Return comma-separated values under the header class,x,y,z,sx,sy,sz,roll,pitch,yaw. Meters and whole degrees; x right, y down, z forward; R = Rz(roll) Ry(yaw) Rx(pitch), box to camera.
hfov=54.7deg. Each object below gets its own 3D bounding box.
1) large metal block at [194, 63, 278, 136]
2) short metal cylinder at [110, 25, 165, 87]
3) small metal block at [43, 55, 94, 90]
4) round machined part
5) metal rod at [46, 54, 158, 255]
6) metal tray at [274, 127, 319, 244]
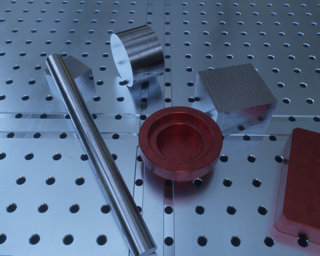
class,x,y,z,sx,sy,sz,roll,pitch,yaw
large metal block,0.100,-0.039,0.426,0.081,0.050,0.080,-11,51,-9
short metal cylinder,-0.034,-0.107,0.462,0.050,0.080,0.080,-22,54,-18
small metal block,-0.138,-0.080,0.473,0.050,0.025,0.050,34,58,25
round machined part,0.024,0.023,0.378,0.099,0.042,0.098,0,50,0
metal rod,-0.083,0.013,0.377,0.025,0.025,0.299,-22,59,-18
metal tray,0.188,0.065,0.352,0.090,0.030,0.130,16,52,13
